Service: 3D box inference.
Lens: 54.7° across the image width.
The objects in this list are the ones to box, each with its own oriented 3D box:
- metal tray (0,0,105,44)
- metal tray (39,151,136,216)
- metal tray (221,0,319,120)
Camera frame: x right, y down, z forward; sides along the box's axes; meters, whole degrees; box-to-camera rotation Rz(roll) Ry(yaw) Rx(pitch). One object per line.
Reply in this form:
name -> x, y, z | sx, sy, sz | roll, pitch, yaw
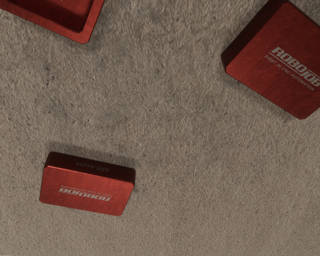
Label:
metal tray -> -0.084, -0.151, 0.273 | 0.091, 0.030, 0.129 | 21, 127, -18
metal tray -> -0.112, 0.089, 0.478 | 0.131, 0.030, 0.089 | 14, 129, -12
metal tray -> 0.146, -0.072, 0.345 | 0.131, 0.030, 0.090 | 27, 125, -22
